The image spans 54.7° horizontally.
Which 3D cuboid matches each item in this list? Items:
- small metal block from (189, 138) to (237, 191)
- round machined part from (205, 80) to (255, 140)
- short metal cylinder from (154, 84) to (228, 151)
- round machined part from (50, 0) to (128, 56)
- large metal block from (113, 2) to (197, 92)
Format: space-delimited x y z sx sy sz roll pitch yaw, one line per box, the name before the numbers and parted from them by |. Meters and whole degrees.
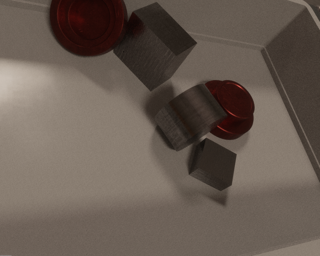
small metal block | 0.072 0.049 0.416 0.050 0.025 0.050 28 52 -11
round machined part | 0.104 -0.034 0.474 0.099 0.042 0.098 14 56 -21
short metal cylinder | 0.040 -0.013 0.402 0.081 0.080 0.050 -26 77 -37
round machined part | -0.091 -0.146 0.413 0.098 0.098 0.042 40 15 -2
large metal block | -0.009 -0.113 0.436 0.080 0.080 0.050 47 51 4
